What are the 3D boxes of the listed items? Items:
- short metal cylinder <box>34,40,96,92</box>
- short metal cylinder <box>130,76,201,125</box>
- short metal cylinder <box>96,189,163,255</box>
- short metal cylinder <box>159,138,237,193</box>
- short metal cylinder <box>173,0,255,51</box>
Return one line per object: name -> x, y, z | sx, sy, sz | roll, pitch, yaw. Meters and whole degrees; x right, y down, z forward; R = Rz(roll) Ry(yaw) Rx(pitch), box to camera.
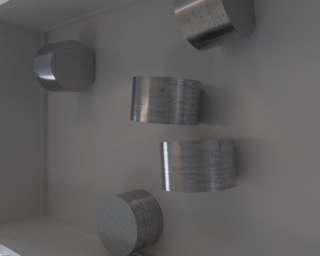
short metal cylinder -> -0.152, -0.097, 0.497 | 0.050, 0.081, 0.079 | 4, 93, 40
short metal cylinder -> 0.007, -0.031, 0.366 | 0.080, 0.081, 0.050 | 7, 95, 40
short metal cylinder -> -0.042, 0.128, 0.426 | 0.080, 0.050, 0.080 | 0, 90, 40
short metal cylinder -> 0.041, 0.038, 0.337 | 0.080, 0.081, 0.050 | -5, 87, 40
short metal cylinder -> 0.058, -0.126, 0.323 | 0.050, 0.081, 0.080 | -10, 84, 39
